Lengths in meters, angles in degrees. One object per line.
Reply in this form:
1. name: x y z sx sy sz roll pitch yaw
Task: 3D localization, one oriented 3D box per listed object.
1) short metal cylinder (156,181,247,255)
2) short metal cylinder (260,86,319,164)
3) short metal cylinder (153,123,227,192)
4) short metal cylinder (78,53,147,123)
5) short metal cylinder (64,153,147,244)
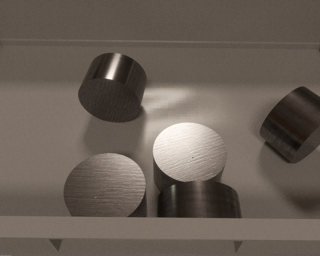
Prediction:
1. short metal cylinder: 0.037 0.092 0.293 0.081 0.080 0.050 1 50 0
2. short metal cylinder: 0.169 -0.003 0.374 0.081 0.080 0.050 -28 56 -22
3. short metal cylinder: 0.033 0.040 0.356 0.081 0.050 0.080 0 50 0
4. short metal cylinder: -0.062 -0.052 0.412 0.080 0.080 0.050 6 51 5
5. short metal cylinder: -0.055 0.074 0.326 0.081 0.050 0.080 0 50 0
